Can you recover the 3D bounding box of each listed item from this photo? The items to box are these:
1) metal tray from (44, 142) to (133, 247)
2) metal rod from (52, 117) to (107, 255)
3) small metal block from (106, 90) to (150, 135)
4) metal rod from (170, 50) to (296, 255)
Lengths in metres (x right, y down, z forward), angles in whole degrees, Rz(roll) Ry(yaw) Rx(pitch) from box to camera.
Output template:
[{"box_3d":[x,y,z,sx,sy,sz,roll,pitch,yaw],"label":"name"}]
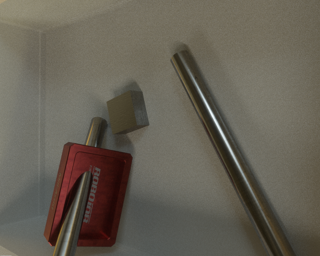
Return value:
[{"box_3d":[-0.095,0.090,0.420,0.030,0.091,0.129,2,79,59],"label":"metal tray"},{"box_3d":[-0.109,0.109,0.396,0.025,0.025,0.300,-27,41,36],"label":"metal rod"},{"box_3d":[-0.047,-0.021,0.443,0.050,0.025,0.050,-20,78,38],"label":"small metal block"},{"box_3d":[0.082,0.041,0.337,0.025,0.025,0.299,-37,68,33],"label":"metal rod"}]
